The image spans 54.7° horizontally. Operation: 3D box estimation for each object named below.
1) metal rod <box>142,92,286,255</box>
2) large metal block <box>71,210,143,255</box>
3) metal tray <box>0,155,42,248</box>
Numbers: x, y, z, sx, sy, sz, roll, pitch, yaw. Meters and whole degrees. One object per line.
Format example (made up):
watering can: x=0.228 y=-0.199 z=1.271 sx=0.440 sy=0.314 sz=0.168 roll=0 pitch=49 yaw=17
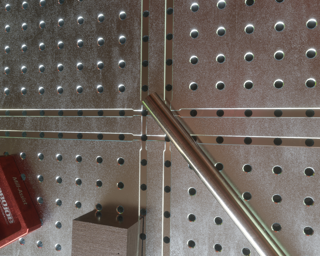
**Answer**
metal rod: x=0.075 y=0.076 z=0.385 sx=0.025 sy=0.025 sz=0.300 roll=-41 pitch=78 yaw=15
large metal block: x=-0.072 y=0.164 z=0.423 sx=0.080 sy=0.050 sz=0.079 roll=3 pitch=91 yaw=19
metal tray: x=-0.256 y=0.120 z=0.497 sx=0.090 sy=0.030 sz=0.130 roll=-31 pitch=80 yaw=17
